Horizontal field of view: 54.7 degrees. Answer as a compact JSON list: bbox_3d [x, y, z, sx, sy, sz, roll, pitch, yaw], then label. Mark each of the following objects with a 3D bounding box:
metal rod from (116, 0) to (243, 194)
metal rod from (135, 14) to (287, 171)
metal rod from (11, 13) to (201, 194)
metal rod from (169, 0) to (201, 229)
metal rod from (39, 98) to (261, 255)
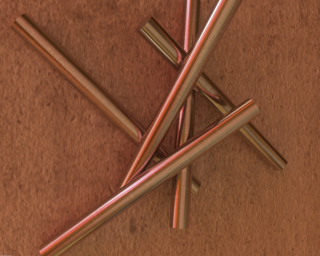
[{"bbox_3d":[0.025,-0.048,0.355,0.025,0.025,0.298,23,106,-19],"label":"metal rod"},{"bbox_3d":[0.084,-0.030,0.410,0.301,0.025,0.025,40,77,-28],"label":"metal rod"},{"bbox_3d":[-0.056,-0.019,0.388,0.300,0.025,0.025,45,76,-15],"label":"metal rod"},{"bbox_3d":[0.034,-0.025,0.405,0.025,0.025,0.298,7,81,-20],"label":"metal rod"},{"bbox_3d":[-0.010,0.061,0.368,0.301,0.025,0.025,-35,102,-2],"label":"metal rod"}]
